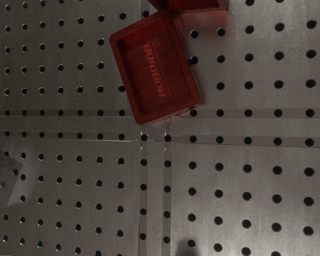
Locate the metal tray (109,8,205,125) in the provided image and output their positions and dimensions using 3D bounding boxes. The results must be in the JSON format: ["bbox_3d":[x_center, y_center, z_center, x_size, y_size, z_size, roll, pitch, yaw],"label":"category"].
[{"bbox_3d":[-0.005,-0.078,0.410,0.090,0.030,0.129,-20,83,18],"label":"metal tray"}]

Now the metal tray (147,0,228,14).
[{"bbox_3d":[0.023,-0.167,0.348,0.090,0.130,0.030,2,91,20],"label":"metal tray"}]

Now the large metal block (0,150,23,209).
[{"bbox_3d":[-0.281,0.078,0.496,0.080,0.050,0.080,26,99,17],"label":"large metal block"}]
